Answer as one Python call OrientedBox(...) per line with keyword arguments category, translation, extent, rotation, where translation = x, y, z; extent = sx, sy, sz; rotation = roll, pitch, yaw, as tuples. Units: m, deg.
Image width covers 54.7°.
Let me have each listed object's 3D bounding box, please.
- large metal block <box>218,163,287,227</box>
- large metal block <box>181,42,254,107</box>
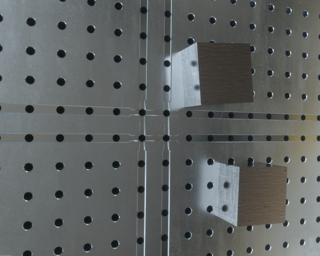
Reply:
OrientedBox(category="large metal block", translation=(0.134, 0.093, 0.451), extent=(0.081, 0.050, 0.079), rotation=(3, 89, -20))
OrientedBox(category="large metal block", translation=(0.078, -0.072, 0.430), extent=(0.081, 0.050, 0.079), rotation=(-5, 92, -20))
